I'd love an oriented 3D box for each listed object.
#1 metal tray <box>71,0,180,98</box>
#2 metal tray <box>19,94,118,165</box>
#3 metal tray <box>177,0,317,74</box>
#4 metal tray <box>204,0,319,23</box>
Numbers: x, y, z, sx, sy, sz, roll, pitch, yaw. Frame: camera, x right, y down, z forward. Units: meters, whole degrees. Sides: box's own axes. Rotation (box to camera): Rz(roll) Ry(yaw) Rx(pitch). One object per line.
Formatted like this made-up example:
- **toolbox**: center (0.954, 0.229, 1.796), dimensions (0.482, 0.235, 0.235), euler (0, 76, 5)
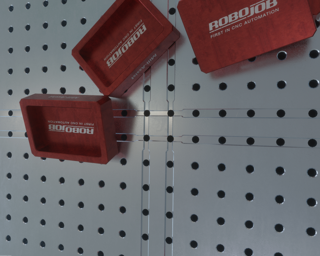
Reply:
- **metal tray**: center (-0.050, -0.116, 0.427), dimensions (0.130, 0.030, 0.090), euler (-43, 77, 15)
- **metal tray**: center (-0.129, 0.000, 0.439), dimensions (0.130, 0.030, 0.089), euler (4, 112, 20)
- **metal tray**: center (0.095, -0.125, 0.349), dimensions (0.130, 0.030, 0.090), euler (-16, 104, 30)
- **metal tray**: center (0.122, -0.172, 0.367), dimensions (0.130, 0.030, 0.090), euler (5, 92, 20)
